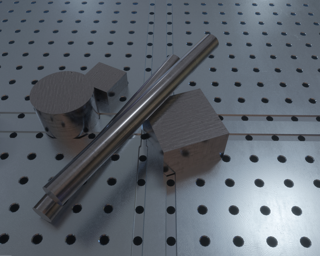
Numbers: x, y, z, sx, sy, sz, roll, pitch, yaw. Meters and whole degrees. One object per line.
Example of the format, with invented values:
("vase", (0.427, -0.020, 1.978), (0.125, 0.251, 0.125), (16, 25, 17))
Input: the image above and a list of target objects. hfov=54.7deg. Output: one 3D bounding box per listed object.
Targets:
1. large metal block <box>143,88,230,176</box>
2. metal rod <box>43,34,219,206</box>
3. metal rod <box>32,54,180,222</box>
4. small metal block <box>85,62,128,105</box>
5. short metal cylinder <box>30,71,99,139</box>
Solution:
("large metal block", (0.028, 0.003, 0.389), (0.081, 0.050, 0.080), (-16, 52, -13))
("metal rod", (-0.013, -0.030, 0.367), (0.025, 0.025, 0.301), (28, 55, 22))
("metal rod", (-0.051, -0.008, 0.413), (0.025, 0.025, 0.301), (24, 54, 18))
("small metal block", (-0.084, -0.068, 0.464), (0.050, 0.025, 0.050), (23, 54, 18))
("short metal cylinder", (-0.126, -0.031, 0.417), (0.080, 0.050, 0.080), (0, 50, 0))
